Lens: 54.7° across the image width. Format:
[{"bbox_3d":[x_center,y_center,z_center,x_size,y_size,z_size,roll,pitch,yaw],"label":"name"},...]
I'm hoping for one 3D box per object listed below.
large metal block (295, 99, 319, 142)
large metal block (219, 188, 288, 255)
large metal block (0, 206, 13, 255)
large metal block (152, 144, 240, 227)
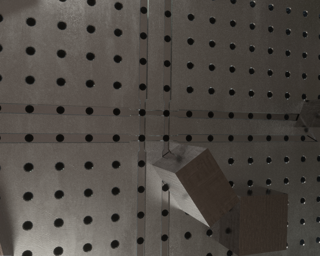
[{"bbox_3d":[0.280,-0.006,0.489,0.080,0.080,0.050,27,81,-18],"label":"large metal block"},{"bbox_3d":[0.136,0.133,0.452,0.081,0.050,0.079,2,89,-20],"label":"large metal block"},{"bbox_3d":[-0.208,0.121,0.323,0.081,0.050,0.080,-14,95,-20],"label":"large metal block"},{"bbox_3d":[0.044,0.070,0.401,0.050,0.080,0.080,-36,102,-17],"label":"large metal block"}]
